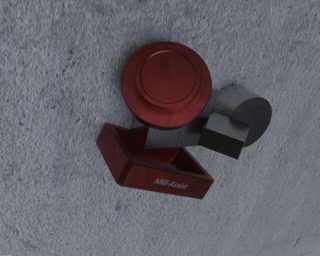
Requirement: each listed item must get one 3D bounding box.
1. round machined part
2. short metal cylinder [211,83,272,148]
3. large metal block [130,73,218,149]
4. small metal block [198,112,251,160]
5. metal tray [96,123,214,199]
[{"bbox_3d":[0.007,-0.049,0.334,0.098,0.098,0.042,-32,173,-8],"label":"round machined part"},{"bbox_3d":[0.110,-0.018,0.443,0.081,0.050,0.079,-14,124,-21],"label":"short metal cylinder"},{"bbox_3d":[0.015,-0.023,0.388,0.081,0.050,0.079,-2,119,-28],"label":"large metal block"},{"bbox_3d":[0.080,0.008,0.382,0.050,0.050,0.025,-44,151,-56],"label":"small metal block"},{"bbox_3d":[-0.005,0.042,0.389,0.131,0.090,0.030,18,109,-35],"label":"metal tray"}]
